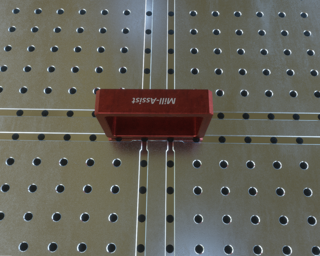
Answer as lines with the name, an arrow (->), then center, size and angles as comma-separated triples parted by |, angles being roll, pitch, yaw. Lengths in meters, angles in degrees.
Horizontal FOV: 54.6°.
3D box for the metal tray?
metal tray -> -0.006, -0.015, 0.382 | 0.131, 0.090, 0.030 | 0, 70, 0
